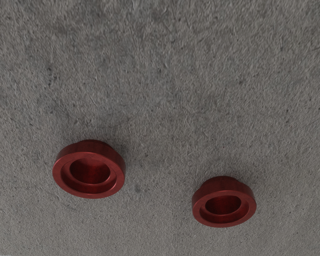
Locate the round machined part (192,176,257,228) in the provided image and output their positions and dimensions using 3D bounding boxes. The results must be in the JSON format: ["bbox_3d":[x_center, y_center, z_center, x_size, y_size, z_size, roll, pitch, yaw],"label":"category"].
[{"bbox_3d":[0.099,0.114,0.494,0.099,0.042,0.097,0,130,0],"label":"round machined part"}]

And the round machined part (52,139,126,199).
[{"bbox_3d":[-0.098,0.054,0.441,0.099,0.042,0.097,0,130,0],"label":"round machined part"}]
